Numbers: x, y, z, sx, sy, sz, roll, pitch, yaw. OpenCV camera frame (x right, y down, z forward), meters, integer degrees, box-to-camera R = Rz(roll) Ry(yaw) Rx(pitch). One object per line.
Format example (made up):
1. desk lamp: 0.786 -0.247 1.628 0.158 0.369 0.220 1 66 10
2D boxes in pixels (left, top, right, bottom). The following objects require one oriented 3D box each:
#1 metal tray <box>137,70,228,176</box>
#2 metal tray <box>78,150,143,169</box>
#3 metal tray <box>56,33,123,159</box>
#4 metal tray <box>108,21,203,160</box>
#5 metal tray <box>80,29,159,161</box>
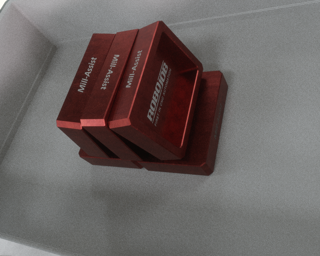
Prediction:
1. metal tray: 0.030 -0.009 0.391 0.090 0.030 0.130 1 62 28
2. metal tray: -0.051 -0.011 0.433 0.090 0.030 0.130 1 62 28
3. metal tray: -0.071 -0.039 0.381 0.030 0.090 0.130 6 64 17
4. metal tray: 0.002 -0.040 0.344 0.030 0.090 0.130 -9 57 41
5. metal tray: -0.034 -0.038 0.363 0.030 0.090 0.130 0 60 28
